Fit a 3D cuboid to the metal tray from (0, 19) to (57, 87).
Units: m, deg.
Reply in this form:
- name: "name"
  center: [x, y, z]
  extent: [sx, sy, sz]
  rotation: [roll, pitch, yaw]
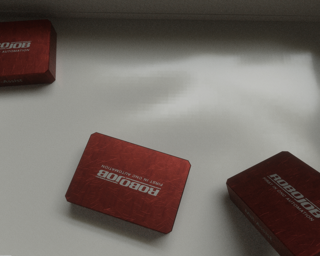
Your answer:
- name: "metal tray"
  center: [-0.219, -0.106, 0.443]
  extent: [0.131, 0.030, 0.090]
  rotation: [-5, 70, -2]

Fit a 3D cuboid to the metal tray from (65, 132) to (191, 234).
- name: "metal tray"
  center: [-0.037, 0.067, 0.382]
  extent: [0.131, 0.030, 0.090]
  rotation: [17, 71, 5]

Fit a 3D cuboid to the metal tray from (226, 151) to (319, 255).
- name: "metal tray"
  center: [0.144, 0.083, 0.336]
  extent: [0.091, 0.030, 0.130]
  rotation: [-25, 30, -9]
